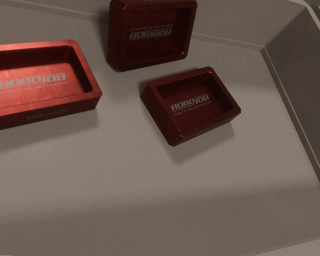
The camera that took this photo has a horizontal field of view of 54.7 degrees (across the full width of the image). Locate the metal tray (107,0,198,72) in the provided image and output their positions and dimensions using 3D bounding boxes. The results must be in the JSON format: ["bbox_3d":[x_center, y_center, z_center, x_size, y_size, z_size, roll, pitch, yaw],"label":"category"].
[{"bbox_3d":[-0.010,-0.136,0.440,0.131,0.089,0.030,-20,45,-36],"label":"metal tray"}]

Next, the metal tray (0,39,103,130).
[{"bbox_3d":[-0.145,-0.054,0.357,0.131,0.030,0.090,-17,71,-35],"label":"metal tray"}]

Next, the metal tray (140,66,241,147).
[{"bbox_3d":[0.048,-0.036,0.451,0.131,0.030,0.090,-21,73,-36],"label":"metal tray"}]
